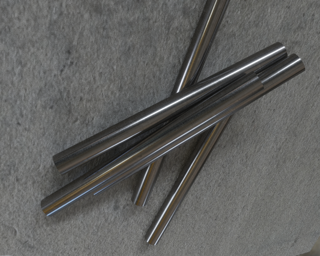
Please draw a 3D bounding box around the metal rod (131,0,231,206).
[{"bbox_3d":[0.019,-0.022,0.405,0.025,0.025,0.298,7,115,-32],"label":"metal rod"}]

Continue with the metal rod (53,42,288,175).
[{"bbox_3d":[0.016,-0.026,0.370,0.301,0.025,0.025,-27,129,-5],"label":"metal rod"}]

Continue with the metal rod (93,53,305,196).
[{"bbox_3d":[0.038,0.001,0.388,0.300,0.025,0.025,-32,130,8],"label":"metal rod"}]

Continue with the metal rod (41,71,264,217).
[{"bbox_3d":[-0.016,0.024,0.372,0.300,0.025,0.025,-32,130,8],"label":"metal rod"}]

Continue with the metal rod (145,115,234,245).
[{"bbox_3d":[0.052,0.059,0.473,0.025,0.025,0.298,15,110,-35],"label":"metal rod"}]
